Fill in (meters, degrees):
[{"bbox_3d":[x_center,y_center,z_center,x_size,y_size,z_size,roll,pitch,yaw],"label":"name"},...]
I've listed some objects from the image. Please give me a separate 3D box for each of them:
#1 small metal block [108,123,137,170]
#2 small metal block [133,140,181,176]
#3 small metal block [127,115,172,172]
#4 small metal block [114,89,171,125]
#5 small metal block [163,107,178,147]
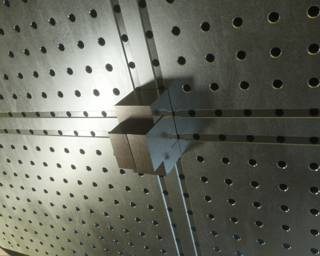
[{"bbox_3d":[-0.035,0.017,0.392,0.025,0.050,0.050,2,119,27],"label":"small metal block"},{"bbox_3d":[-0.005,0.038,0.421,0.050,0.050,0.025,2,119,27],"label":"small metal block"},{"bbox_3d":[-0.011,0.017,0.380,0.025,0.050,0.050,3,120,28],"label":"small metal block"},{"bbox_3d":[-0.021,-0.027,0.389,0.050,0.050,0.025,2,120,27],"label":"small metal block"},{"bbox_3d":[-0.008,-0.001,0.415,0.050,0.025,0.050,2,120,28],"label":"small metal block"}]
